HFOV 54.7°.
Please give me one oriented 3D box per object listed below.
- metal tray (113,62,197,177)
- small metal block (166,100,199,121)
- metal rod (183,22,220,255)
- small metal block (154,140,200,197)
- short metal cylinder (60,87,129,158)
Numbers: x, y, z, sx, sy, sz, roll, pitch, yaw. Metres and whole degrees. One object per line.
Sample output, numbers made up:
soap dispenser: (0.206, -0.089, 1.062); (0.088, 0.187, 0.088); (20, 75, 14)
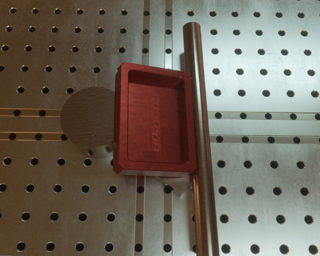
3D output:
metal tray: (-0.007, -0.010, 0.370); (0.091, 0.030, 0.130); (6, 69, -19)
small metal block: (0.032, -0.031, 0.424); (0.050, 0.025, 0.050); (-14, 71, -6)
metal rod: (0.048, -0.001, 0.386); (0.025, 0.025, 0.299); (-1, 70, -1)
small metal block: (0.022, 0.051, 0.392); (0.050, 0.025, 0.050); (37, 74, 12)
short metal cylinder: (-0.081, -0.006, 0.399); (0.081, 0.050, 0.080); (0, 70, 0)
